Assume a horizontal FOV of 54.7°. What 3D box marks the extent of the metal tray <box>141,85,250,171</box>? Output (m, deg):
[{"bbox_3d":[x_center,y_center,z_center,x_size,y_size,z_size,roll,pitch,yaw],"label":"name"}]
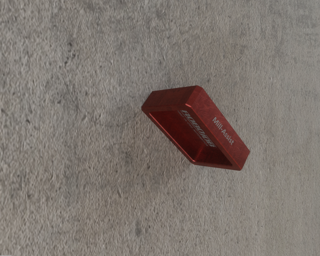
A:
[{"bbox_3d":[0.047,0.003,0.406,0.130,0.090,0.030,47,62,-30],"label":"metal tray"}]
